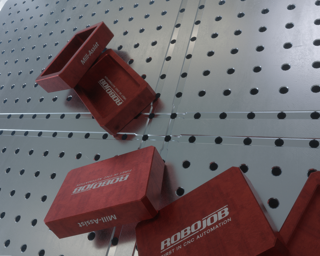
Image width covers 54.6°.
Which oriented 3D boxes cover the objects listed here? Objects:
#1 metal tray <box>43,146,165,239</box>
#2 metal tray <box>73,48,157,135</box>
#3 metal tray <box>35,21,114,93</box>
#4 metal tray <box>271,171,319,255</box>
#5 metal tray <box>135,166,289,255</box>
[{"bbox_3d":[-0.063,0.075,0.371,0.130,0.030,0.090,-18,30,18],"label":"metal tray"},{"bbox_3d":[-0.076,-0.060,0.483,0.090,0.030,0.130,-42,51,-1],"label":"metal tray"},{"bbox_3d":[-0.145,-0.120,0.530,0.090,0.030,0.130,0,51,44],"label":"metal tray"},{"bbox_3d":[0.145,0.112,0.259,0.090,0.030,0.130,26,75,37],"label":"metal tray"},{"bbox_3d":[0.040,0.106,0.297,0.130,0.030,0.090,-34,36,13],"label":"metal tray"}]
